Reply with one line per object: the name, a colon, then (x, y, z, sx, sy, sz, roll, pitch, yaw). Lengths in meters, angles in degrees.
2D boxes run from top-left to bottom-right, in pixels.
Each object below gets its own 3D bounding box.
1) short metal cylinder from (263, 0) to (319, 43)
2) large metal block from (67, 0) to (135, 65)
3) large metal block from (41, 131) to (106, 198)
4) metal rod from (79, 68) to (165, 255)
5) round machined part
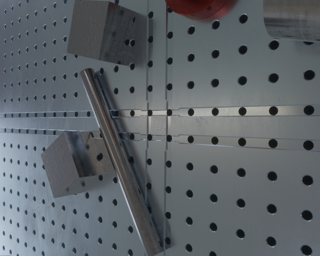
short metal cylinder: (0.131, -0.116, 0.265, 0.050, 0.081, 0.079, 20, 103, 38)
large metal block: (-0.091, -0.144, 0.468, 0.080, 0.050, 0.079, 20, 103, 38)
large metal block: (-0.146, 0.060, 0.514, 0.080, 0.050, 0.080, -38, 67, 33)
metal rod: (-0.063, 0.039, 0.461, 0.025, 0.025, 0.299, -37, 68, 34)
round machined part: (0.040, -0.183, 0.366, 0.098, 0.042, 0.097, 0, 90, 40)
